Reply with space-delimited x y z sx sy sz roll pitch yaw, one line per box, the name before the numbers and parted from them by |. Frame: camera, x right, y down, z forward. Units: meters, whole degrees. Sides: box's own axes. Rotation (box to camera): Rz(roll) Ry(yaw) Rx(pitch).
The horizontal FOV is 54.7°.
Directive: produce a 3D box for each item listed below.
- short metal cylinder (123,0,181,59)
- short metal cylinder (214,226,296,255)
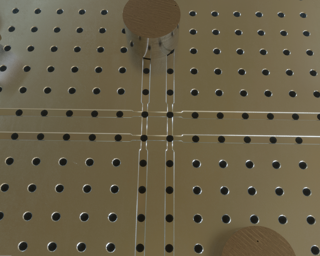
short metal cylinder | -0.012 -0.150 0.453 0.081 0.050 0.080 0 70 0
short metal cylinder | 0.103 0.151 0.344 0.081 0.050 0.080 0 70 0
